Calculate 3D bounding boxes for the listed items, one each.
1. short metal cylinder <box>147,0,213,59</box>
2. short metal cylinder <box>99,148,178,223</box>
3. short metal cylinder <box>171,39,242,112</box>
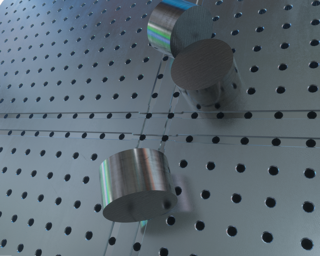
[{"bbox_3d":[0.029,-0.139,0.442,0.080,0.080,0.050,-48,52,-5],"label":"short metal cylinder"},{"bbox_3d":[-0.025,0.066,0.345,0.080,0.080,0.050,-24,53,13],"label":"short metal cylinder"},{"bbox_3d":[0.061,-0.068,0.401,0.080,0.050,0.080,-13,56,20],"label":"short metal cylinder"}]
